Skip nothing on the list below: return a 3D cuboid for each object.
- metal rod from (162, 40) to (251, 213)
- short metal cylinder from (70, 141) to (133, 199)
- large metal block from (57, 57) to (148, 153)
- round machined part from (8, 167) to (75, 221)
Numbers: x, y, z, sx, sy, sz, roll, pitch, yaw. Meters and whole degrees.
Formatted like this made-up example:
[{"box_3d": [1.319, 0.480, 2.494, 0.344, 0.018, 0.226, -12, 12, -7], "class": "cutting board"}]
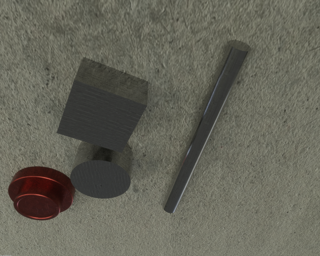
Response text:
[{"box_3d": [0.051, 0.022, 0.426, 0.025, 0.025, 0.298, 10, 130, -9], "class": "metal rod"}, {"box_3d": [-0.080, 0.055, 0.436, 0.081, 0.050, 0.079, 0, 130, 0], "class": "short metal cylinder"}, {"box_3d": [-0.067, -0.025, 0.368, 0.081, 0.050, 0.079, 19, 127, -16], "class": "large metal block"}, {"box_3d": [-0.187, 0.108, 0.486, 0.099, 0.042, 0.097, -1, 130, 0], "class": "round machined part"}]
